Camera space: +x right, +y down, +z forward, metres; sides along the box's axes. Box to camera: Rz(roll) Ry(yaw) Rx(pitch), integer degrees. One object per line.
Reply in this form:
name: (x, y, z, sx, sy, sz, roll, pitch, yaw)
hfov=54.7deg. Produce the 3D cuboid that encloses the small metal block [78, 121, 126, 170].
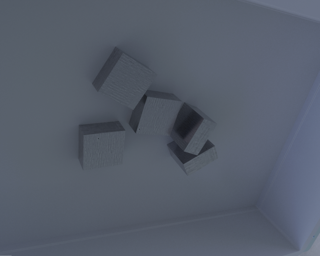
small metal block: (-0.073, 0.021, 0.383, 0.050, 0.025, 0.050, -6, 121, -26)

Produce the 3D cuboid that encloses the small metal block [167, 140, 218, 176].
small metal block: (0.046, 0.033, 0.440, 0.050, 0.050, 0.025, -29, 129, -10)

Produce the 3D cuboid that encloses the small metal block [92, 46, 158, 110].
small metal block: (-0.040, -0.056, 0.353, 0.050, 0.025, 0.050, 27, 104, -38)

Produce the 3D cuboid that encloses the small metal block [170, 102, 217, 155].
small metal block: (0.042, 0.001, 0.418, 0.025, 0.050, 0.050, 19, 108, -36)

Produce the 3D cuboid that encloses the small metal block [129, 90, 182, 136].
small metal block: (-0.006, -0.019, 0.395, 0.050, 0.025, 0.050, 5, 116, -31)
